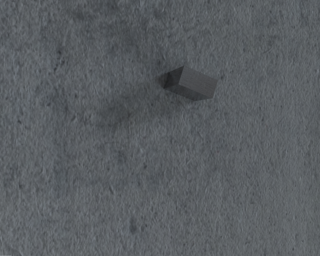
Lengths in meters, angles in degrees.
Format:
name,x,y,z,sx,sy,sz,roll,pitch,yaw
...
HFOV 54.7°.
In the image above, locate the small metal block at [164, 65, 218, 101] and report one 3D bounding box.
name,x,y,z,sx,sy,sz,roll,pitch,yaw
small metal block,0.040,-0.058,0.412,0.050,0.050,0.025,19,84,-20
